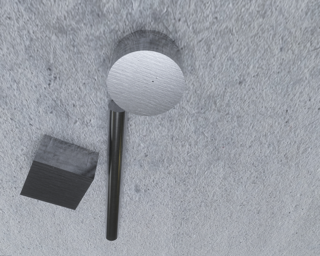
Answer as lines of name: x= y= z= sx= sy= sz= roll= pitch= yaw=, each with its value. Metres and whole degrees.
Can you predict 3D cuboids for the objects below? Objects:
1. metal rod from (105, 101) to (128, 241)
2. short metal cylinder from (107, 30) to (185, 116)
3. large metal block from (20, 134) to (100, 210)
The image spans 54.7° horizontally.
metal rod: x=-0.070 y=0.085 z=0.479 sx=0.025 sy=0.025 sz=0.298 roll=5 pitch=130 yaw=-5
short metal cylinder: x=-0.014 y=-0.060 z=0.340 sx=0.081 sy=0.050 sz=0.079 roll=0 pitch=130 yaw=0
large metal block: x=-0.143 y=0.065 z=0.445 sx=0.080 sy=0.050 sz=0.080 roll=22 pitch=127 yaw=-18
